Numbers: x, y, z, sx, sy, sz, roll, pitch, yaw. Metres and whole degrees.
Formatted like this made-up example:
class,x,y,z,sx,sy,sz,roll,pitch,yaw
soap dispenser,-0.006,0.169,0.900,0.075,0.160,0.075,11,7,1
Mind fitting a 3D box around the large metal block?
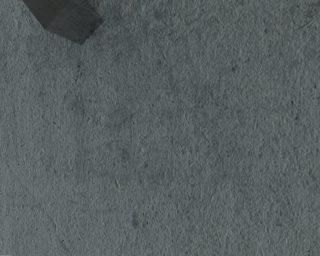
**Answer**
class,x,y,z,sx,sy,sz,roll,pitch,yaw
large metal block,-0.137,-0.170,0.428,0.050,0.080,0.080,-42,77,15
